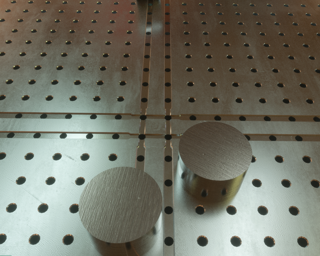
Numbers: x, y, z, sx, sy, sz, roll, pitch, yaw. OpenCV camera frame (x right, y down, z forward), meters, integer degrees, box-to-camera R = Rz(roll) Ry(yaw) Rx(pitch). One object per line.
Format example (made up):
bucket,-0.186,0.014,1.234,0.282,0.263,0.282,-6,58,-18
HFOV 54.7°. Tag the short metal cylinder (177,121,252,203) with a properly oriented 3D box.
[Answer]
short metal cylinder,0.061,0.039,0.360,0.081,0.050,0.080,0,50,0

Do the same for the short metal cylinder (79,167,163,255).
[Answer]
short metal cylinder,-0.038,0.087,0.318,0.081,0.050,0.080,0,50,0
